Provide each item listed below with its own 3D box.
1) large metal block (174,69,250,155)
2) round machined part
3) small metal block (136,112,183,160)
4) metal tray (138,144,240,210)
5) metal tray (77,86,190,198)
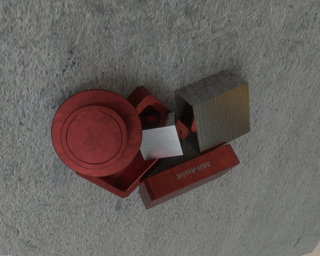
[{"bbox_3d":[0.072,-0.022,0.418,0.081,0.050,0.080,-24,127,-14],"label":"large metal block"},{"bbox_3d":[-0.068,0.007,0.337,0.099,0.042,0.097,-1,99,-4],"label":"round machined part"},{"bbox_3d":[-0.001,0.011,0.385,0.050,0.025,0.050,-9,130,10],"label":"small metal block"},{"bbox_3d":[0.038,0.071,0.440,0.131,0.030,0.090,-21,163,-16],"label":"metal tray"},{"bbox_3d":[-0.035,0.022,0.398,0.130,0.030,0.090,-46,129,4],"label":"metal tray"}]
